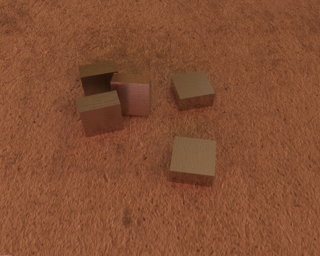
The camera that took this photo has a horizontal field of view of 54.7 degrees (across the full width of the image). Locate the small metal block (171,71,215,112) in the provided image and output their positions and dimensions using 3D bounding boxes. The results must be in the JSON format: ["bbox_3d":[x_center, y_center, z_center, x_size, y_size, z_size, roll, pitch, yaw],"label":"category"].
[{"bbox_3d":[0.046,-0.054,0.449,0.050,0.025,0.050,-10,51,-9],"label":"small metal block"}]

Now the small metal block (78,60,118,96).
[{"bbox_3d":[-0.084,-0.065,0.441,0.050,0.050,0.025,-12,51,-10],"label":"small metal block"}]

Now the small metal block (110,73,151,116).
[{"bbox_3d":[-0.038,-0.046,0.422,0.050,0.050,0.025,4,38,3],"label":"small metal block"}]

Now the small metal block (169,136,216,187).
[{"bbox_3d":[0.039,0.039,0.370,0.050,0.025,0.050,7,50,5],"label":"small metal block"}]

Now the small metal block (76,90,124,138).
[{"bbox_3d":[-0.076,-0.018,0.401,0.050,0.050,0.025,-13,52,-11],"label":"small metal block"}]
